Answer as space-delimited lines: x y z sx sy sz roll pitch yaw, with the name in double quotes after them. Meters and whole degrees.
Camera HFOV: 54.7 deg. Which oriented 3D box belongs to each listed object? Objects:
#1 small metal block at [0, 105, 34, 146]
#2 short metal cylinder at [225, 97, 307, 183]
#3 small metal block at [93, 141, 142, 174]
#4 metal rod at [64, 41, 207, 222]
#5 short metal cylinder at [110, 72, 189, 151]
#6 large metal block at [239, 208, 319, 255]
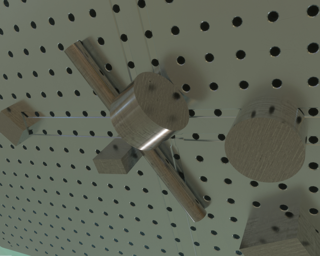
-0.256 -0.004 0.544 0.050 0.025 0.050 42 129 -1 "small metal block"
0.117 0.013 0.341 0.080 0.050 0.079 13 124 21 "short metal cylinder"
-0.060 0.042 0.453 0.050 0.050 0.025 -4 117 30 "small metal block"
-0.028 0.012 0.433 0.025 0.025 0.299 -28 103 37 "metal rod"
-0.012 -0.020 0.370 0.080 0.080 0.050 47 129 -5 "short metal cylinder"
0.166 0.162 0.407 0.080 0.050 0.080 -31 101 38 "large metal block"
